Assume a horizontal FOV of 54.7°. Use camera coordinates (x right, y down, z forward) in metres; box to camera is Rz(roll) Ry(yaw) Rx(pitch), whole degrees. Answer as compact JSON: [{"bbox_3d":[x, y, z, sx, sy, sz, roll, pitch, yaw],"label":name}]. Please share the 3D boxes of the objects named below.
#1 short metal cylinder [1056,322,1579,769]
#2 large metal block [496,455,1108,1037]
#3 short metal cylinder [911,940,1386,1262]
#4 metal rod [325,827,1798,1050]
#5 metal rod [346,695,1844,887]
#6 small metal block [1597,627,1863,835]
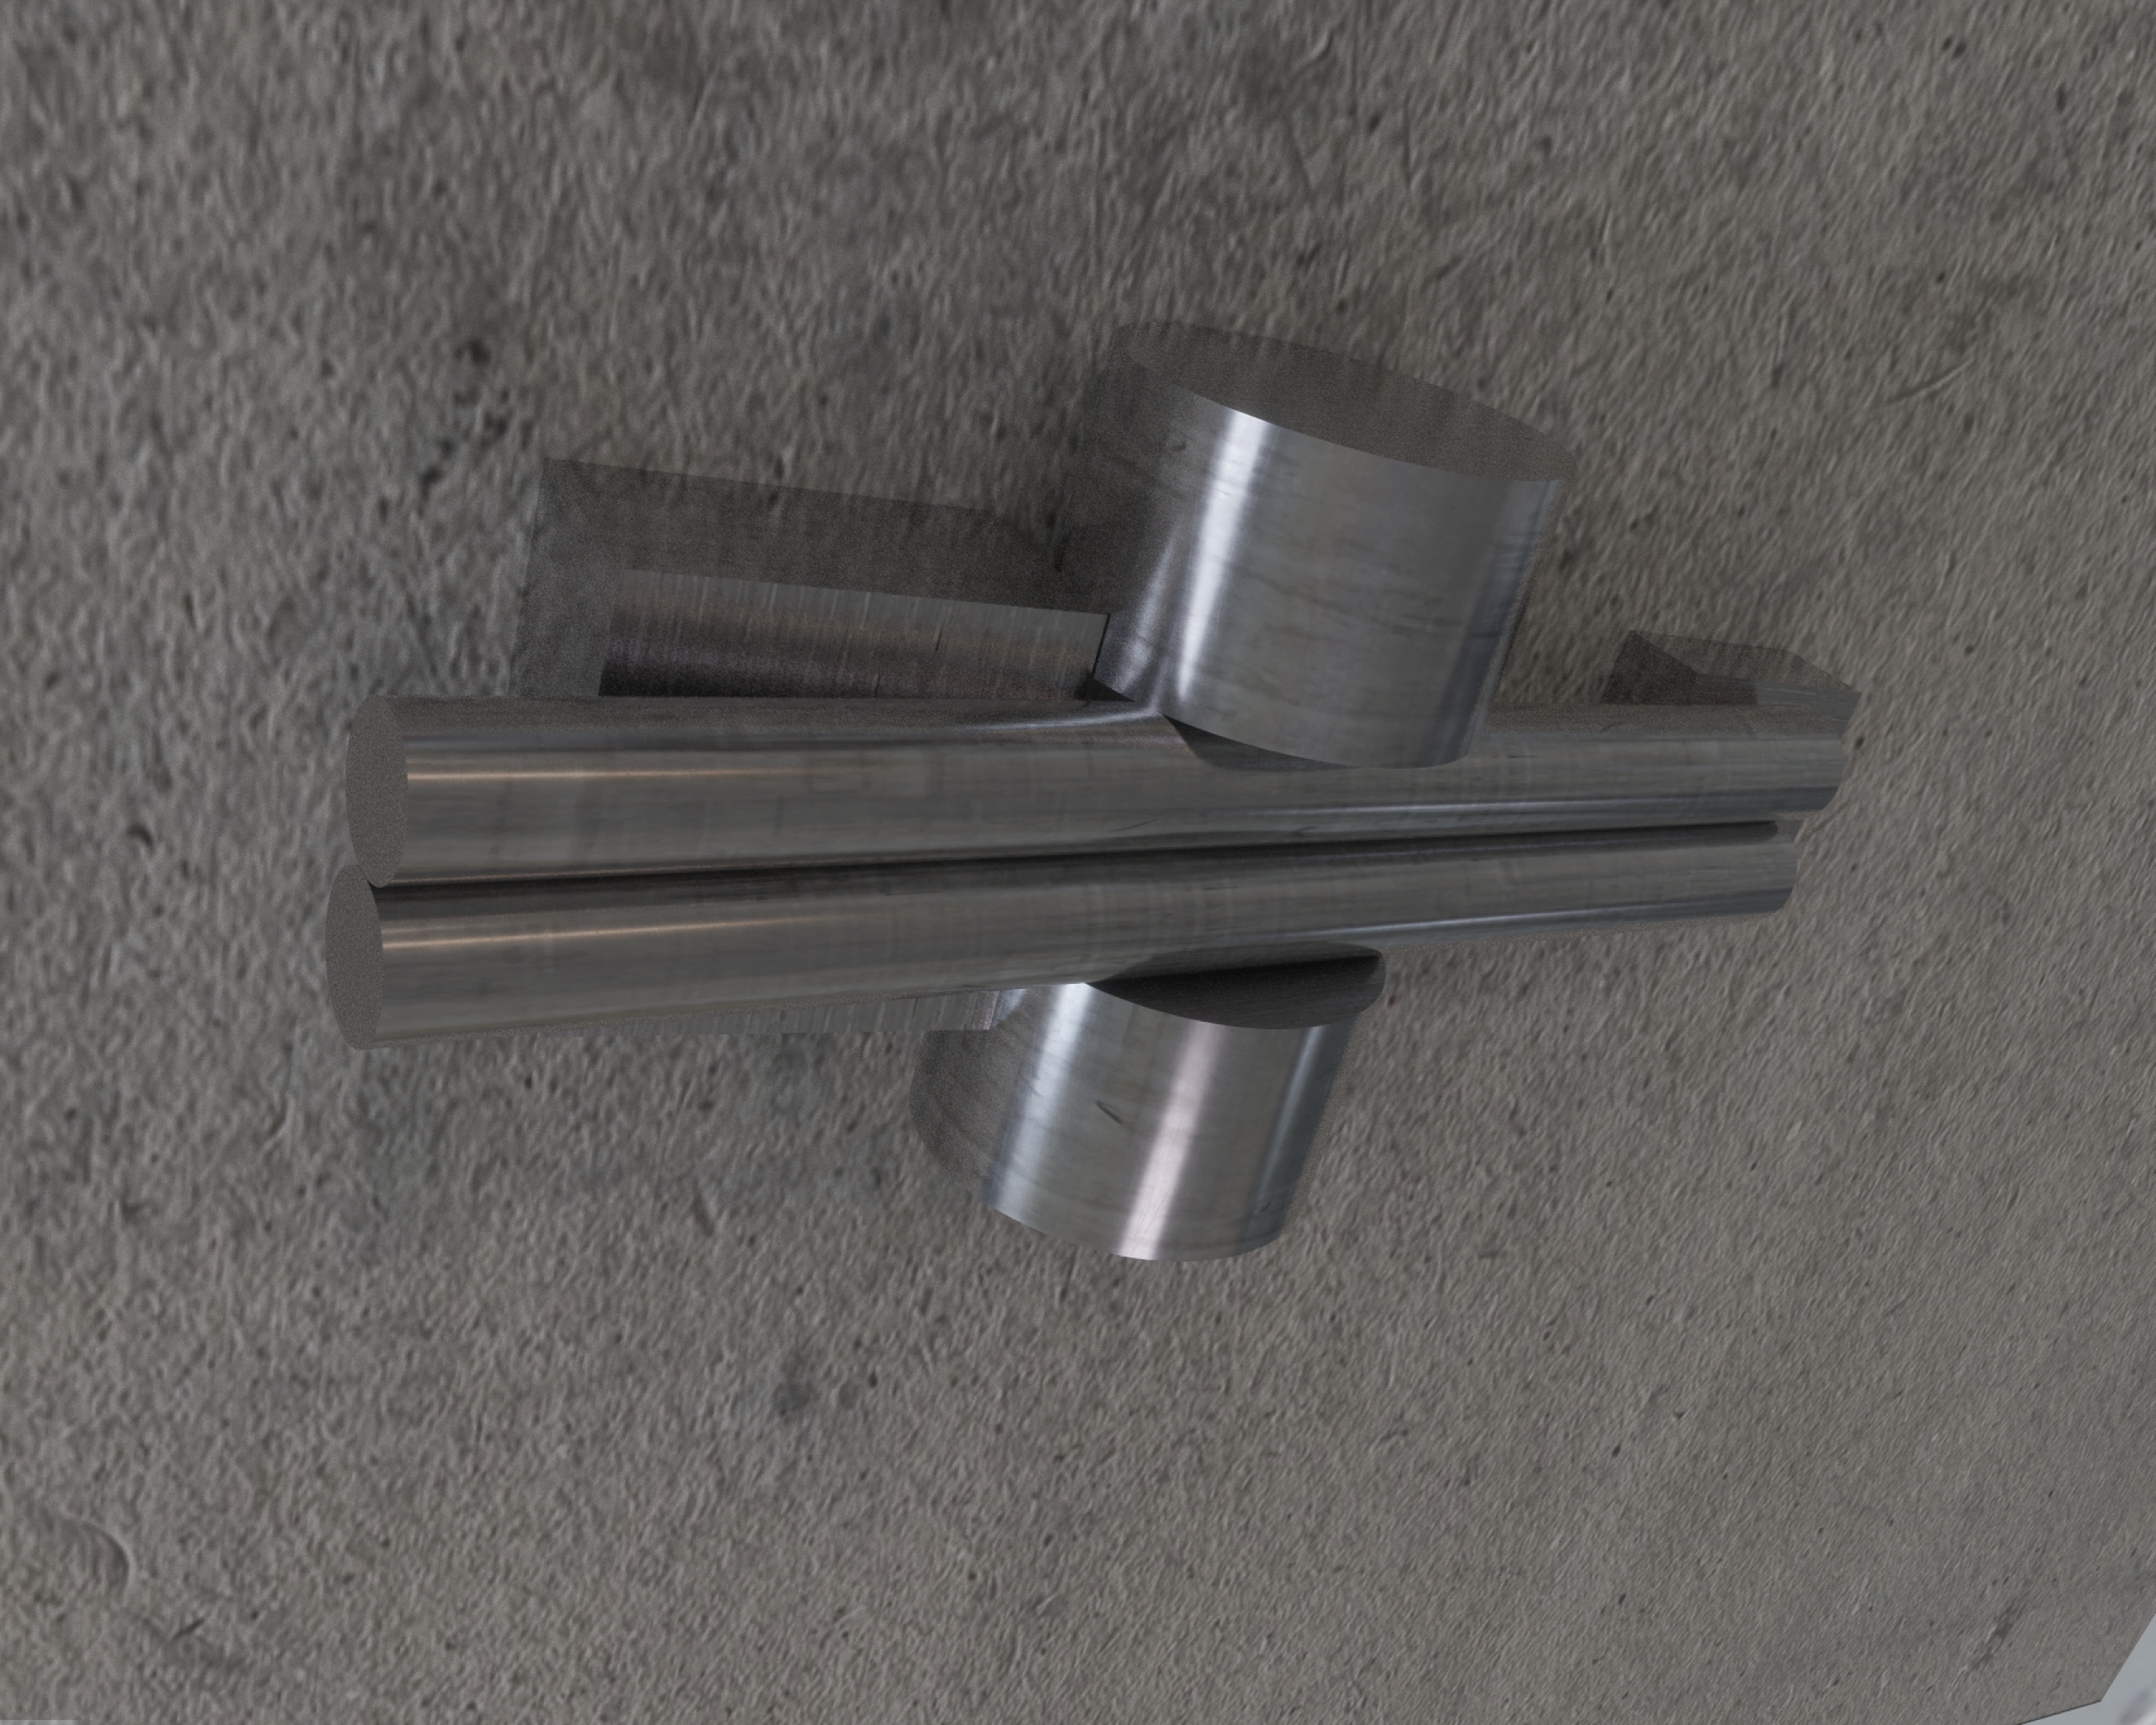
[{"bbox_3d":[0.039,-0.056,0.359,0.081,0.080,0.050,1,118,-29],"label":"short metal cylinder"},{"bbox_3d":[-0.051,-0.018,0.353,0.081,0.050,0.079,2,118,-29],"label":"large metal block"},{"bbox_3d":[0.013,0.031,0.399,0.081,0.080,0.050,1,118,-29],"label":"short metal cylinder"},{"bbox_3d":[0.025,0.007,0.368,0.302,0.025,0.025,-3,120,-36],"label":"metal rod"},{"bbox_3d":[0.031,-0.015,0.358,0.302,0.025,0.025,-3,120,-36],"label":"metal rod"},{"bbox_3d":[0.141,-0.023,0.472,0.050,0.025,0.050,3,117,-30],"label":"small metal block"}]
